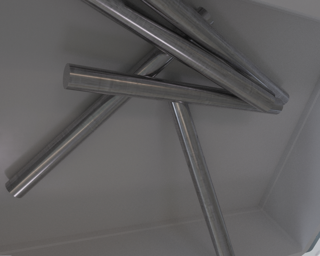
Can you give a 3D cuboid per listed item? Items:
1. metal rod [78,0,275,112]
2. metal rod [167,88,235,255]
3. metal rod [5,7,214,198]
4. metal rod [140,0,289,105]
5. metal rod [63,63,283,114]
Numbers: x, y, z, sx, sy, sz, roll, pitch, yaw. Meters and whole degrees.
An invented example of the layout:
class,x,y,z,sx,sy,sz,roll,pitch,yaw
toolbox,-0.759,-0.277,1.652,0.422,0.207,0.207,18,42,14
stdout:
class,x,y,z,sx,sy,sz,roll,pitch,yaw
metal rod,0.016,-0.088,0.331,0.302,0.025,0.025,25,105,-27
metal rod,0.062,0.087,0.418,0.025,0.025,0.298,-22,102,-16
metal rod,-0.058,-0.029,0.358,0.300,0.025,0.025,-42,129,1
metal rod,0.088,-0.086,0.379,0.302,0.025,0.025,21,107,-44
metal rod,0.040,-0.040,0.372,0.302,0.025,0.025,4,117,-31
